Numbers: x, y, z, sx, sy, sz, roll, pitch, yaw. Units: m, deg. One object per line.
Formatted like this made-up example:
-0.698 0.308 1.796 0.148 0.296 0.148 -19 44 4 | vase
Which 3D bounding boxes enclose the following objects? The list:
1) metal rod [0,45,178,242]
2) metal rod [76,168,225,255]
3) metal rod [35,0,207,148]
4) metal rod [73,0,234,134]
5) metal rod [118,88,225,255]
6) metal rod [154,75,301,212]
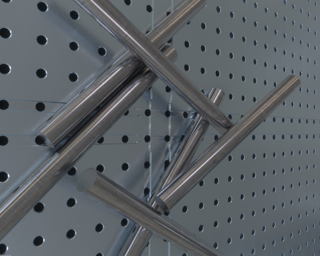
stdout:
-0.072 -0.001 0.347 0.301 0.025 0.025 -49 119 -28 | metal rod
0.012 0.128 0.387 0.300 0.025 0.025 45 63 -41 | metal rod
-0.029 -0.088 0.383 0.301 0.025 0.025 -49 119 -29 | metal rod
0.015 -0.064 0.386 0.301 0.025 0.025 38 67 -34 | metal rod
0.018 0.064 0.423 0.025 0.025 0.300 46 63 -30 | metal rod
0.108 0.007 0.432 0.302 0.025 0.025 -37 113 -27 | metal rod
